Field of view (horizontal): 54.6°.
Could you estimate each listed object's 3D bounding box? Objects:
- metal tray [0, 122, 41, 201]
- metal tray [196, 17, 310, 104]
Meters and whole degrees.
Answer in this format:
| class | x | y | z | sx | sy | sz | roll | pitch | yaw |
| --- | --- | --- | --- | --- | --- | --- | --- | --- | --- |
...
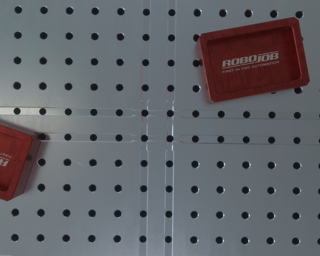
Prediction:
| class | x | y | z | sx | sy | sz | roll | pitch | yaw |
| --- | --- | --- | --- | --- | --- | --- | --- | --- | --- |
| metal tray | -0.237 | 0.032 | 0.409 | 0.131 | 0.030 | 0.090 | 19 | 90 | 0 |
| metal tray | 0.121 | -0.088 | 0.411 | 0.131 | 0.030 | 0.090 | -10 | 90 | 0 |
